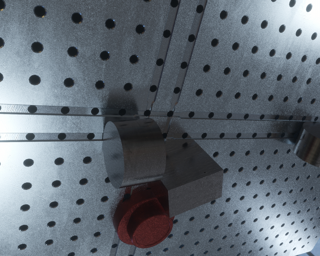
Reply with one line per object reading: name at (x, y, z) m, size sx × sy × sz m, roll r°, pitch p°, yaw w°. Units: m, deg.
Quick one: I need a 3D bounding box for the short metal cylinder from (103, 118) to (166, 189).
short metal cylinder at (-0.033, 0.030, 0.376) m, size 0.050 × 0.080 × 0.079 m, roll -5°, pitch 121°, yaw -26°

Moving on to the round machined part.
round machined part at (-0.019, 0.147, 0.481) m, size 0.099 × 0.042 × 0.097 m, roll -14°, pitch 124°, yaw -21°

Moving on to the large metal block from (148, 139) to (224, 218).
large metal block at (0.031, 0.067, 0.434) m, size 0.081 × 0.080 × 0.050 m, roll -17°, pitch 125°, yaw -19°

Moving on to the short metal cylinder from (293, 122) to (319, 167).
short metal cylinder at (0.286, 0.029, 0.550) m, size 0.081 × 0.080 × 0.050 m, roll -5°, pitch 121°, yaw -26°
